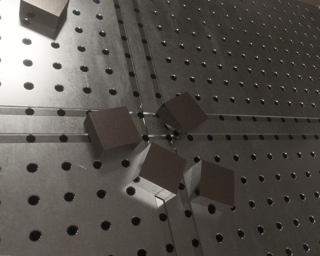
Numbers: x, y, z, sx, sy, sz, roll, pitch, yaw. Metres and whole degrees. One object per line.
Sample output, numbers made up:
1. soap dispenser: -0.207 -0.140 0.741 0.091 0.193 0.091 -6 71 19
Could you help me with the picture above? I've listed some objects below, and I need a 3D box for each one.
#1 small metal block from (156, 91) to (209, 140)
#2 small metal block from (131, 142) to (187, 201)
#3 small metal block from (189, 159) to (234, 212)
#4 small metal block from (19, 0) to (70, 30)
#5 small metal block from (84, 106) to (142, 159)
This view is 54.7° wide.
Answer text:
1. small metal block: 0.032 -0.018 0.438 0.050 0.025 0.050 -30 79 -38
2. small metal block: -0.001 0.053 0.377 0.050 0.025 0.050 29 52 -10
3. small metal block: 0.068 0.075 0.401 0.050 0.025 0.050 21 54 -16
4. small metal block: -0.158 -0.171 0.428 0.050 0.025 0.050 22 54 -16
5. small metal block: -0.058 0.004 0.376 0.050 0.025 0.050 -14 69 -34
